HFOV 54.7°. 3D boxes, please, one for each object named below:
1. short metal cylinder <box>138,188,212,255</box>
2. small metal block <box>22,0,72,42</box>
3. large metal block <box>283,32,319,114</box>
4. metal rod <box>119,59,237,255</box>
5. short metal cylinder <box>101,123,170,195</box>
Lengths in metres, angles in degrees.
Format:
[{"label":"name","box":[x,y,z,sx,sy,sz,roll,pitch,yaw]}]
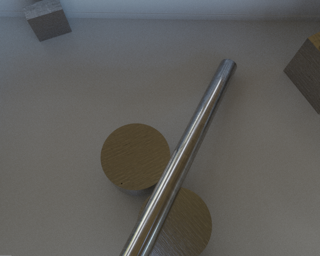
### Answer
[{"label":"short metal cylinder","box":[0.016,0.111,0.356,0.081,0.050,0.080,0,70,0]},{"label":"small metal block","box":[-0.163,-0.158,0.452,0.050,0.050,0.025,-21,72,-8]},{"label":"large metal block","box":[0.223,-0.077,0.411,0.050,0.080,0.080,-28,73,-10]},{"label":"metal rod","box":[0.034,0.020,0.364,0.025,0.025,0.301,25,57,8]},{"label":"short metal cylinder","box":[-0.028,0.040,0.381,0.081,0.050,0.080,0,70,0]}]
